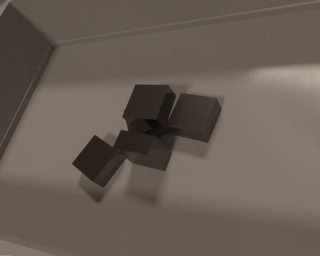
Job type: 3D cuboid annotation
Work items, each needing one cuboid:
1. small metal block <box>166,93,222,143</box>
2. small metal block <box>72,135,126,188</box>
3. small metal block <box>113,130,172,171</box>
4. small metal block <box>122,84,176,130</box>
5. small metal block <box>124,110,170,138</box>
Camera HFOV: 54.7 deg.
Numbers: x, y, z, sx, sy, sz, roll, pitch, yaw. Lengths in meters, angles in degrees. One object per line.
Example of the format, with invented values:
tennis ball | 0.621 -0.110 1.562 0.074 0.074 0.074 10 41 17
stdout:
small metal block | 0.043 -0.014 0.391 0.050 0.025 0.050 13 68 33
small metal block | -0.083 0.044 0.420 0.050 0.025 0.050 29 77 37
small metal block | -0.021 0.028 0.382 0.050 0.050 0.025 9 66 31
small metal block | -0.013 -0.028 0.396 0.050 0.025 0.050 6 64 30
small metal block | -0.017 -0.010 0.420 0.050 0.025 0.050 -26 53 12
